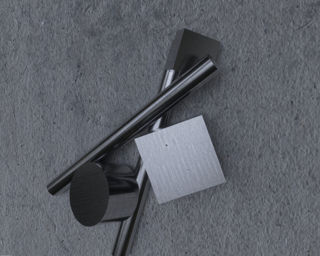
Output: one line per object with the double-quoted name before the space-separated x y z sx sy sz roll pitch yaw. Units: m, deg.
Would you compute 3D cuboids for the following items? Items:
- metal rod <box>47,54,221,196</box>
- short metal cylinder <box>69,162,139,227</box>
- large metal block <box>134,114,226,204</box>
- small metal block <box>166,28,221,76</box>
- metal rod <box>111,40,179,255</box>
"metal rod" -0.049 0.009 0.409 0.299 0.025 0.025 -37 78 23
"short metal cylinder" -0.075 0.086 0.410 0.080 0.050 0.080 -7 79 39
"large metal block" 0.025 0.034 0.372 0.080 0.050 0.080 -20 93 6
"small metal block" 0.041 -0.089 0.382 0.050 0.025 0.050 14 96 -21
"metal rod" -0.014 0.033 0.414 0.025 0.025 0.298 18 96 19
